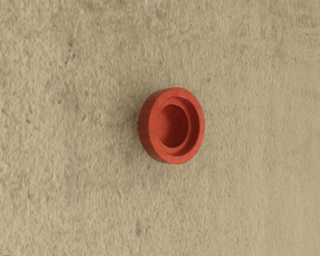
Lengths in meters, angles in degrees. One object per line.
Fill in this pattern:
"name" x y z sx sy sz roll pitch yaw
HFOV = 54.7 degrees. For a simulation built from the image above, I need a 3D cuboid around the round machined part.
"round machined part" 0.010 -0.003 0.404 0.099 0.042 0.097 0 90 -40
